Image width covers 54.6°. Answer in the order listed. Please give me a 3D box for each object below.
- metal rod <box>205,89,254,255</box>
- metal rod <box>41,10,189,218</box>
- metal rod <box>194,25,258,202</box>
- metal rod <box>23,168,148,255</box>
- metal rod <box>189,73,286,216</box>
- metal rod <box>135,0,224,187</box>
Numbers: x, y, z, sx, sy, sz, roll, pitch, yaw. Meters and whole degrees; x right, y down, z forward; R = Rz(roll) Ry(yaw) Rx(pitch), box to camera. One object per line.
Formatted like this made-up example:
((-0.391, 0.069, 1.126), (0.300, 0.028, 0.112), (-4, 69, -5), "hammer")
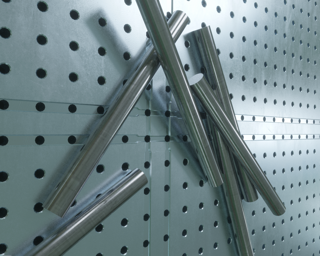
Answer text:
((0.112, 0.084, 0.501), (0.025, 0.025, 0.299), (-25, 106, -37), "metal rod")
((-0.040, -0.034, 0.374), (0.025, 0.025, 0.300), (45, 63, -31), "metal rod")
((0.110, -0.013, 0.499), (0.025, 0.025, 0.299), (-32, 110, -35), "metal rod")
((-0.125, 0.134, 0.303), (0.302, 0.025, 0.025), (-36, 112, -34), "metal rod")
((0.128, 0.040, 0.481), (0.300, 0.025, 0.025), (52, 60, -27), "metal rod")
((0.033, -0.038, 0.411), (0.025, 0.025, 0.299), (-43, 123, -31), "metal rod")
